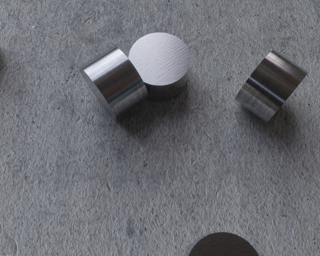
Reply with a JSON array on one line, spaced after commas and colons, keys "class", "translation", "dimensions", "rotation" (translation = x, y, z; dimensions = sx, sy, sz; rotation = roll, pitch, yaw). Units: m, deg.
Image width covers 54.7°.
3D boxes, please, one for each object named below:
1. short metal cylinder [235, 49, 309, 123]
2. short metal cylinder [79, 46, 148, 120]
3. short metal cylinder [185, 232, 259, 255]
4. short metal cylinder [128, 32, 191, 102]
[{"class": "short metal cylinder", "translation": [0.142, -0.053, 0.399], "dimensions": [0.050, 0.080, 0.080], "rotation": [39, 75, 13]}, {"class": "short metal cylinder", "translation": [-0.059, -0.057, 0.399], "dimensions": [0.050, 0.080, 0.080], "rotation": [-36, 74, -12]}, {"class": "short metal cylinder", "translation": [0.066, 0.156, 0.338], "dimensions": [0.081, 0.050, 0.080], "rotation": [0, 70, 0]}, {"class": "short metal cylinder", "translation": [-0.001, -0.082, 0.425], "dimensions": [0.081, 0.050, 0.080], "rotation": [0, 70, 0]}]
